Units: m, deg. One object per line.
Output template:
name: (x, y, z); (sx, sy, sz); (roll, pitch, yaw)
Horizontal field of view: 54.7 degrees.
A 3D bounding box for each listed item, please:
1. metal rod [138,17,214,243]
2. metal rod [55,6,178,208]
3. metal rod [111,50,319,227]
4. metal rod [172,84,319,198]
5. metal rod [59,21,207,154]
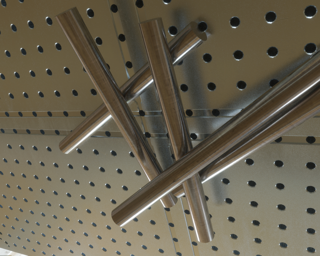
metal rod: (0.027, 0.022, 0.375); (0.025, 0.025, 0.298); (-2, 118, 29)
metal rod: (-0.043, -0.006, 0.400); (0.025, 0.025, 0.299); (-7, 124, 31)
metal rod: (0.052, 0.026, 0.346); (0.299, 0.025, 0.025); (-40, 96, 22)
metal rod: (0.112, 0.012, 0.359); (0.025, 0.025, 0.299); (45, 129, -4)
metal rod: (-0.057, -0.035, 0.417); (0.299, 0.025, 0.025); (-34, 99, 38)
